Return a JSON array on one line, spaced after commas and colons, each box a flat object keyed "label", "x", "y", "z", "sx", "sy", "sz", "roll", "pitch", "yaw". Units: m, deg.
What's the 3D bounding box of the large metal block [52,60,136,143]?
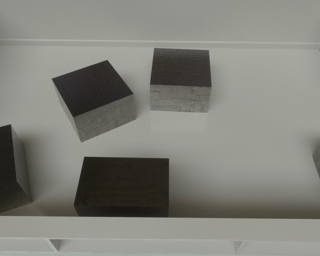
[{"label": "large metal block", "x": -0.088, "y": -0.038, "z": 0.420, "sx": 0.081, "sy": 0.050, "sz": 0.080, "roll": -24, "pitch": 54, "yaw": -19}]

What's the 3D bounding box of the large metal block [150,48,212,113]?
[{"label": "large metal block", "x": 0.029, "y": -0.070, "z": 0.448, "sx": 0.080, "sy": 0.050, "sz": 0.080, "roll": 3, "pitch": 50, "yaw": 2}]

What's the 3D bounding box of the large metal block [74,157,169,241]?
[{"label": "large metal block", "x": -0.032, "y": 0.072, "z": 0.308, "sx": 0.081, "sy": 0.080, "sz": 0.050, "roll": 1, "pitch": 50, "yaw": 0}]

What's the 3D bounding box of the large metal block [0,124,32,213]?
[{"label": "large metal block", "x": -0.196, "y": 0.051, "z": 0.344, "sx": 0.081, "sy": 0.050, "sz": 0.080, "roll": -16, "pitch": 52, "yaw": -14}]

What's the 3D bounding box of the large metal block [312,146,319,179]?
[{"label": "large metal block", "x": 0.232, "y": 0.052, "z": 0.348, "sx": 0.081, "sy": 0.050, "sz": 0.080, "roll": 2, "pitch": 50, "yaw": 1}]
